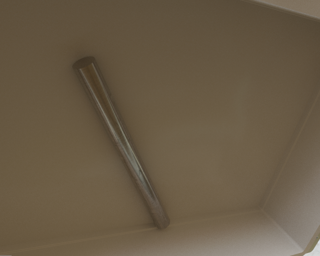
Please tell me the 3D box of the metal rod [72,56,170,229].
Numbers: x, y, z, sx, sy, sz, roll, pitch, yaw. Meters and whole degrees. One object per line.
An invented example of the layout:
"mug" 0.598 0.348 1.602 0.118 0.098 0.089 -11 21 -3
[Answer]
"metal rod" -0.037 0.043 0.413 0.025 0.025 0.299 -29 128 -10
